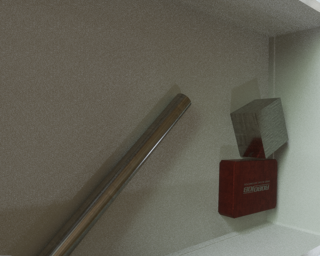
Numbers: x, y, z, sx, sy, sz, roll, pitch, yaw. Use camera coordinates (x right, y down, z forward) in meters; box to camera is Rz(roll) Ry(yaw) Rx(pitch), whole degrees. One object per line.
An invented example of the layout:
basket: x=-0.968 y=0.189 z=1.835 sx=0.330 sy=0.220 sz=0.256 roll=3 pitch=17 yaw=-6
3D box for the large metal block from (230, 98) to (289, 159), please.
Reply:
large metal block: x=0.175 y=-0.001 z=0.540 sx=0.081 sy=0.050 sz=0.080 roll=-27 pitch=107 yaw=-37

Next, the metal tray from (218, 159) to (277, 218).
metal tray: x=0.155 y=0.100 z=0.537 sx=0.131 sy=0.030 sz=0.089 roll=3 pitch=88 yaw=-40

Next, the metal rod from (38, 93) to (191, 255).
metal rod: x=-0.051 y=0.063 z=0.365 sx=0.301 sy=0.025 sz=0.025 roll=-50 pitch=120 yaw=-28
